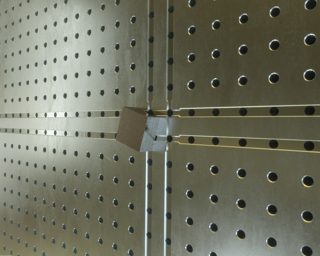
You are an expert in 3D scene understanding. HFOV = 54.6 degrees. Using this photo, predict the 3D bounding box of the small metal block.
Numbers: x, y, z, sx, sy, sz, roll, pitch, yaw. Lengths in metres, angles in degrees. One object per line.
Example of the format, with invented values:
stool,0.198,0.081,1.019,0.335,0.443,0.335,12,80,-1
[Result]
small metal block,-0.032,0.001,0.437,0.050,0.025,0.050,24,105,37
